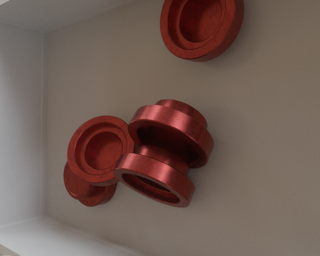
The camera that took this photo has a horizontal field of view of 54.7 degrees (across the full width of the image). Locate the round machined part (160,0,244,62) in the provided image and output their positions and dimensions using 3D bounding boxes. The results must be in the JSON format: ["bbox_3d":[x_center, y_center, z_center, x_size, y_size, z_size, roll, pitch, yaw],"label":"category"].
[{"bbox_3d":[0.051,-0.124,0.354,0.098,0.042,0.097,0,90,40],"label":"round machined part"}]

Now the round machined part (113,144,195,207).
[{"bbox_3d":[-0.003,0.055,0.374,0.098,0.098,0.042,4,58,40],"label":"round machined part"}]

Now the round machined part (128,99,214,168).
[{"bbox_3d":[0.016,0.004,0.359,0.098,0.098,0.042,2,55,40],"label":"round machined part"}]

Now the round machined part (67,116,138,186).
[{"bbox_3d":[-0.076,0.035,0.440,0.098,0.042,0.098,-5,66,12],"label":"round machined part"}]

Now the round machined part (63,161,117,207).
[{"bbox_3d":[-0.116,0.076,0.492,0.098,0.042,0.097,0,90,40],"label":"round machined part"}]
